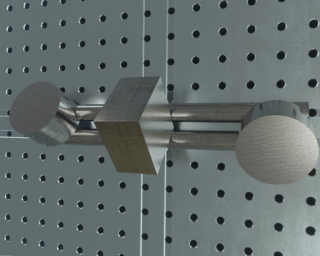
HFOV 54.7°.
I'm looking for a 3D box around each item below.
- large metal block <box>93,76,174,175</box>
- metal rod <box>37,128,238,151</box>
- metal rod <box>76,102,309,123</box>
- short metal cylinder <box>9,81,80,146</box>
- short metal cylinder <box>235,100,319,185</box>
[{"bbox_3d":[-0.025,-0.004,0.360,0.050,0.080,0.080,1,132,20],"label":"large metal block"},{"bbox_3d":[-0.044,0.014,0.427,0.301,0.025,0.025,1,90,19],"label":"metal rod"},{"bbox_3d":[0.026,-0.020,0.402,0.301,0.025,0.025,1,90,19],"label":"metal rod"},{"bbox_3d":[-0.163,-0.019,0.441,0.080,0.050,0.080,-7,65,16],"label":"short metal cylinder"},{"bbox_3d":[0.127,0.015,0.340,0.080,0.050,0.079,8,115,17],"label":"short metal cylinder"}]
